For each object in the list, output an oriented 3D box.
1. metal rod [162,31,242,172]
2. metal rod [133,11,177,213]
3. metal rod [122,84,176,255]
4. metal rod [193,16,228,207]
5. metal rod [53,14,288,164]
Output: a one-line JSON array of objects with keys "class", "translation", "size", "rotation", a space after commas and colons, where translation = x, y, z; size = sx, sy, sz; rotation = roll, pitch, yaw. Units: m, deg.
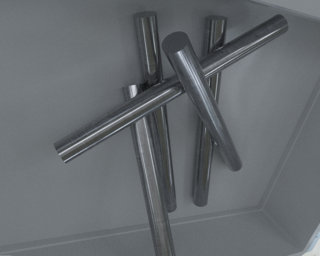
[{"class": "metal rod", "translation": [0.069, -0.007, 0.394], "size": [0.025, 0.025, 0.300], "rotation": [-40, 144, -1]}, {"class": "metal rod", "translation": [-0.001, 0.003, 0.409], "size": [0.025, 0.025, 0.298], "rotation": [-19, 126, -17]}, {"class": "metal rod", "translation": [-0.005, 0.095, 0.382], "size": [0.025, 0.025, 0.298], "rotation": [-14, 98, -21]}, {"class": "metal rod", "translation": [0.067, -0.003, 0.443], "size": [0.025, 0.025, 0.298], "rotation": [-14, 124, -21]}, {"class": "metal rod", "translation": [0.022, -0.051, 0.351], "size": [0.301, 0.025, 0.025], "rotation": [-31, 129, -11]}]
